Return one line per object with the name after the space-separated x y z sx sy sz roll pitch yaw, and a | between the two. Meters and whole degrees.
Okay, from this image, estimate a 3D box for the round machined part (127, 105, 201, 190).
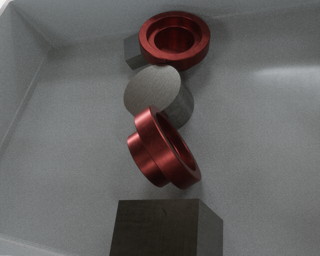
0.001 0.026 0.342 0.042 0.098 0.098 -34 51 11 | round machined part

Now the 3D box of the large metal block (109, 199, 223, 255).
0.011 0.105 0.299 0.080 0.080 0.050 -7 59 24 | large metal block

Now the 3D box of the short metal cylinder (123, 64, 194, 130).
-0.001 -0.037 0.412 0.080 0.050 0.080 -13 56 20 | short metal cylinder

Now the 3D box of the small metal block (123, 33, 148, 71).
-0.029 -0.127 0.497 0.050 0.025 0.050 -19 54 16 | small metal block

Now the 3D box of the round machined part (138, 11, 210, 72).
0.021 -0.118 0.441 0.099 0.042 0.098 -1 58 2 | round machined part
